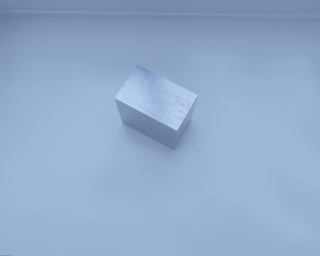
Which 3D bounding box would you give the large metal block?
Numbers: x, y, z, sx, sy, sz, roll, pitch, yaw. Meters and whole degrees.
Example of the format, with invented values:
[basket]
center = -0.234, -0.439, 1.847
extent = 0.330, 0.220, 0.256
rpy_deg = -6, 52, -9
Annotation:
[large metal block]
center = -0.004, -0.022, 0.389
extent = 0.080, 0.080, 0.050
rpy_deg = 28, 73, 9
